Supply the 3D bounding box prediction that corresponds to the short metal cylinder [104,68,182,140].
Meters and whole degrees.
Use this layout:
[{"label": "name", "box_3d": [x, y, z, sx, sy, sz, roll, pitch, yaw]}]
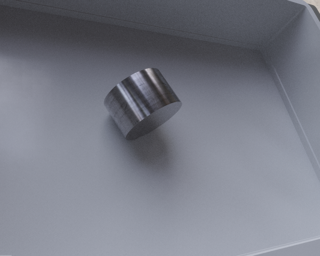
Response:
[{"label": "short metal cylinder", "box_3d": [-0.020, -0.028, 0.378, 0.081, 0.080, 0.050, -25, 76, -37]}]
